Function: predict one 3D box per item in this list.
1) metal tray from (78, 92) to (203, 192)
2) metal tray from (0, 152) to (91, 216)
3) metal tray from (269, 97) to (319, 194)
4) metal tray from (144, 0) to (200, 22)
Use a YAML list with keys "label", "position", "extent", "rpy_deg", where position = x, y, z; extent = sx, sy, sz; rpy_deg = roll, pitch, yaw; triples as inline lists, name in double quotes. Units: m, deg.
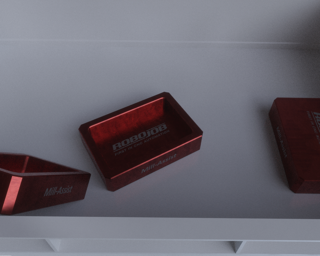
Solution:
- label: "metal tray"
  position: [-0.024, 0.012, 0.391]
  extent: [0.131, 0.030, 0.090]
  rpy_deg: [-24, 54, -19]
- label: "metal tray"
  position: [-0.136, 0.047, 0.297]
  extent: [0.090, 0.130, 0.030]
  rpy_deg: [14, 86, 13]
- label: "metal tray"
  position: [0.198, 0.018, 0.390]
  extent: [0.091, 0.030, 0.130]
  rpy_deg: [1, 50, 0]
- label: "metal tray"
  position: [0.016, -0.268, 0.629]
  extent: [0.091, 0.030, 0.130]
  rpy_deg: [-12, 51, -11]
